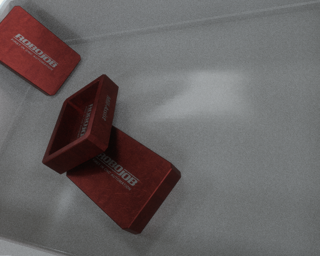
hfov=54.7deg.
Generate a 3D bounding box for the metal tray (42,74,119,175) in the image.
[{"bbox_3d":[-0.107,-0.009,0.432,0.090,0.030,0.130,-27,38,25],"label":"metal tray"}]

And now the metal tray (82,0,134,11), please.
[{"bbox_3d":[-0.096,-0.288,0.629,0.130,0.030,0.090,24,74,36],"label":"metal tray"}]

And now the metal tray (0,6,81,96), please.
[{"bbox_3d":[-0.214,-0.127,0.525,0.030,0.130,0.090,9,64,57],"label":"metal tray"}]

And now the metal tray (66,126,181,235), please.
[{"bbox_3d":[-0.050,0.058,0.391,0.130,0.030,0.090,30,78,37],"label":"metal tray"}]
